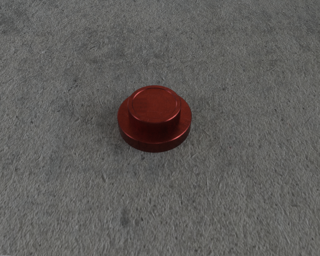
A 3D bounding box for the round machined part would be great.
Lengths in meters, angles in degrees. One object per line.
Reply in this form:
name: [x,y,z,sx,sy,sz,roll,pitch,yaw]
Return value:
round machined part: [-0.007,-0.019,0.409,0.099,0.042,0.098,0,50,0]
